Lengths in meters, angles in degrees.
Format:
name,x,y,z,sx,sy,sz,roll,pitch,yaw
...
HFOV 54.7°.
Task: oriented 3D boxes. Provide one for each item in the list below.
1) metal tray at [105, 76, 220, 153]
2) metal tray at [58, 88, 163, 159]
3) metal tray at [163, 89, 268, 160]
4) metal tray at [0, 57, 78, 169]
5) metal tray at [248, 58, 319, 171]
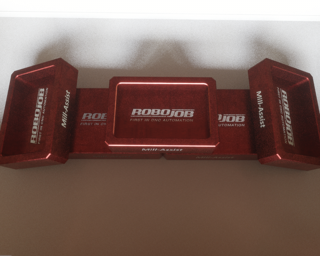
name,x,y,z,sx,sy,sz,roll,pitch,yaw
metal tray,0.003,-0.016,0.379,0.131,0.030,0.090,1,69,0
metal tray,-0.061,-0.006,0.408,0.131,0.030,0.090,0,70,0
metal tray,0.070,-0.005,0.408,0.131,0.030,0.090,0,70,0
metal tray,-0.154,-0.017,0.392,0.090,0.030,0.130,-9,68,24
metal tray,0.161,-0.016,0.392,0.091,0.030,0.130,10,67,-26
